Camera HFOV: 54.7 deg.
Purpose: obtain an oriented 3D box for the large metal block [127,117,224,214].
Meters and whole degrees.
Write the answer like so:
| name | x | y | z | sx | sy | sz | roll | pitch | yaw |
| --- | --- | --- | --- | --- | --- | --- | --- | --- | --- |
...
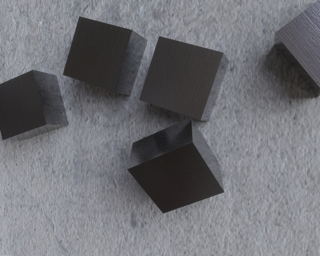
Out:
| name | x | y | z | sx | sy | sz | roll | pitch | yaw |
| --- | --- | --- | --- | --- | --- | --- | --- | --- | --- |
| large metal block | 0.020 | 0.046 | 0.368 | 0.080 | 0.050 | 0.080 | -24 | 119 | 18 |

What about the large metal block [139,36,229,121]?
| name | x | y | z | sx | sy | sz | roll | pitch | yaw |
| --- | --- | --- | --- | --- | --- | --- | --- | --- | --- |
| large metal block | 0.031 | -0.059 | 0.384 | 0.080 | 0.050 | 0.080 | 20 | 96 | 18 |

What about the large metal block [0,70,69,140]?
| name | x | y | z | sx | sy | sz | roll | pitch | yaw |
| --- | --- | --- | --- | --- | --- | --- | --- | --- | --- |
| large metal block | -0.194 | -0.032 | 0.462 | 0.080 | 0.050 | 0.080 | -17 | 84 | 19 |

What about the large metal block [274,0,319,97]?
| name | x | y | z | sx | sy | sz | roll | pitch | yaw |
| --- | --- | --- | --- | --- | --- | --- | --- | --- | --- |
| large metal block | 0.182 | -0.091 | 0.332 | 0.080 | 0.050 | 0.080 | -37 | 79 | 16 |

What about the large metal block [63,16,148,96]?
| name | x | y | z | sx | sy | sz | roll | pitch | yaw |
| --- | --- | --- | --- | --- | --- | --- | --- | --- | --- |
| large metal block | -0.073 | -0.096 | 0.420 | 0.080 | 0.050 | 0.080 | 20 | 97 | 18 |
